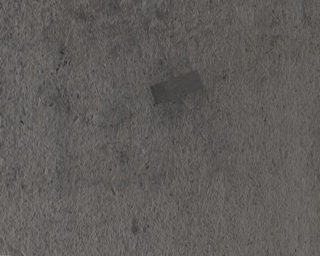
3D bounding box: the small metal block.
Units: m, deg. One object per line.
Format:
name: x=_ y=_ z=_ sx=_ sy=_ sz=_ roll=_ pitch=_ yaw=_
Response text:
small metal block: x=0.020 y=-0.053 z=0.403 sx=0.050 sy=0.050 sz=0.025 roll=-22 pitch=98 yaw=-19
